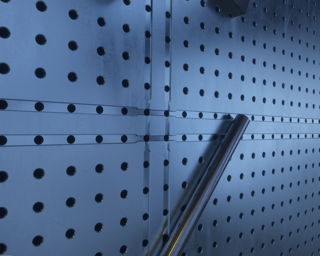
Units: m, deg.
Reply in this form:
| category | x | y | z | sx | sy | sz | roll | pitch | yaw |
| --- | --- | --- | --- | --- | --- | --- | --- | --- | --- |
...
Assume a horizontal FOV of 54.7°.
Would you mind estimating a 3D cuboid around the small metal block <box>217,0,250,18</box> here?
| category | x | y | z | sx | sy | sz | roll | pitch | yaw |
| --- | --- | --- | --- | --- | --- | --- | --- | --- | --- |
| small metal block | 0.123 | -0.221 | 0.512 | 0.050 | 0.025 | 0.050 | 29 | 72 | -36 |

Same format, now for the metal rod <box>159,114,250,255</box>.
| category | x | y | z | sx | sy | sz | roll | pitch | yaw |
| --- | --- | --- | --- | --- | --- | --- | --- | --- | --- |
| metal rod | 0.065 | 0.097 | 0.463 | 0.025 | 0.025 | 0.301 | 49 | 61 | -29 |
